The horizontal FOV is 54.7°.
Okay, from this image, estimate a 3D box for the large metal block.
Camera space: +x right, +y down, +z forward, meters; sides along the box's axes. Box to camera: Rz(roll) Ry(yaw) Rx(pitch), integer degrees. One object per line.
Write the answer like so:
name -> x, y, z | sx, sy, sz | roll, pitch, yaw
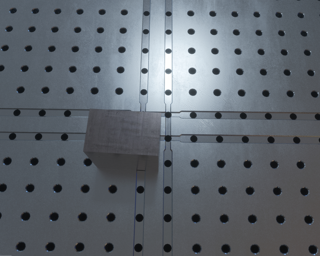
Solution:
large metal block -> -0.040, 0.017, 0.376 | 0.081, 0.080, 0.050 | 3, 70, 1
